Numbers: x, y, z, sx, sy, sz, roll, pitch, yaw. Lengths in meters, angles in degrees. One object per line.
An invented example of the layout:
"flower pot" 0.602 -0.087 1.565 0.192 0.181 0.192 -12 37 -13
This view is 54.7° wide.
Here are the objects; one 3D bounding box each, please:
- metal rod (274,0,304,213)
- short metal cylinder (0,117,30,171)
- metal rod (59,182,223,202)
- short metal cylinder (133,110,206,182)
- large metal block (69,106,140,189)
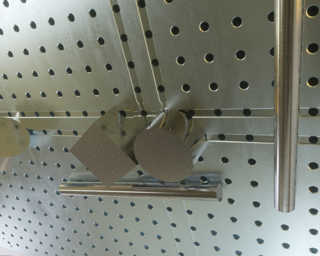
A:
"metal rod" 0.131 -0.033 0.321 0.025 0.025 0.298 4 120 26
"short metal cylinder" -0.275 0.028 0.538 0.080 0.080 0.050 43 129 -2
"metal rod" -0.048 0.100 0.498 0.300 0.025 0.025 -5 116 30
"short metal cylinder" 0.013 0.023 0.403 0.080 0.050 0.079 13 124 21
"large metal block" -0.071 0.029 0.451 0.080 0.050 0.080 46 129 -4
